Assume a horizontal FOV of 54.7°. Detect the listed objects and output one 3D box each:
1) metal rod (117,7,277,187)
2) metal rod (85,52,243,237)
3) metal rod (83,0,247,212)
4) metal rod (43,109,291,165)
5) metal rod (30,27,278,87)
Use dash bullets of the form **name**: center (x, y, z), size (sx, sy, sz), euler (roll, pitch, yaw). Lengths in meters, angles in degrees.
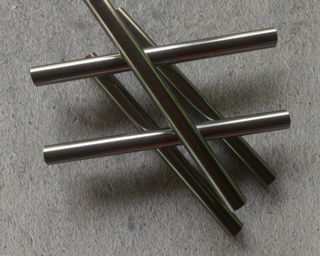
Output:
- **metal rod**: center (0.044, -0.040, 0.411), size (0.025, 0.025, 0.300), euler (-43, 91, 0)
- **metal rod**: center (0.003, 0.022, 0.410), size (0.025, 0.025, 0.300), euler (-41, 91, 0)
- **metal rod**: center (0.006, -0.032, 0.361), size (0.025, 0.025, 0.299), euler (-35, 91, 0)
- **metal rod**: center (0.009, 0.011, 0.387), size (0.302, 0.025, 0.025), euler (-9, 90, -1)
- **metal rod**: center (-0.006, -0.089, 0.386), size (0.302, 0.025, 0.025), euler (-10, 90, -1)
